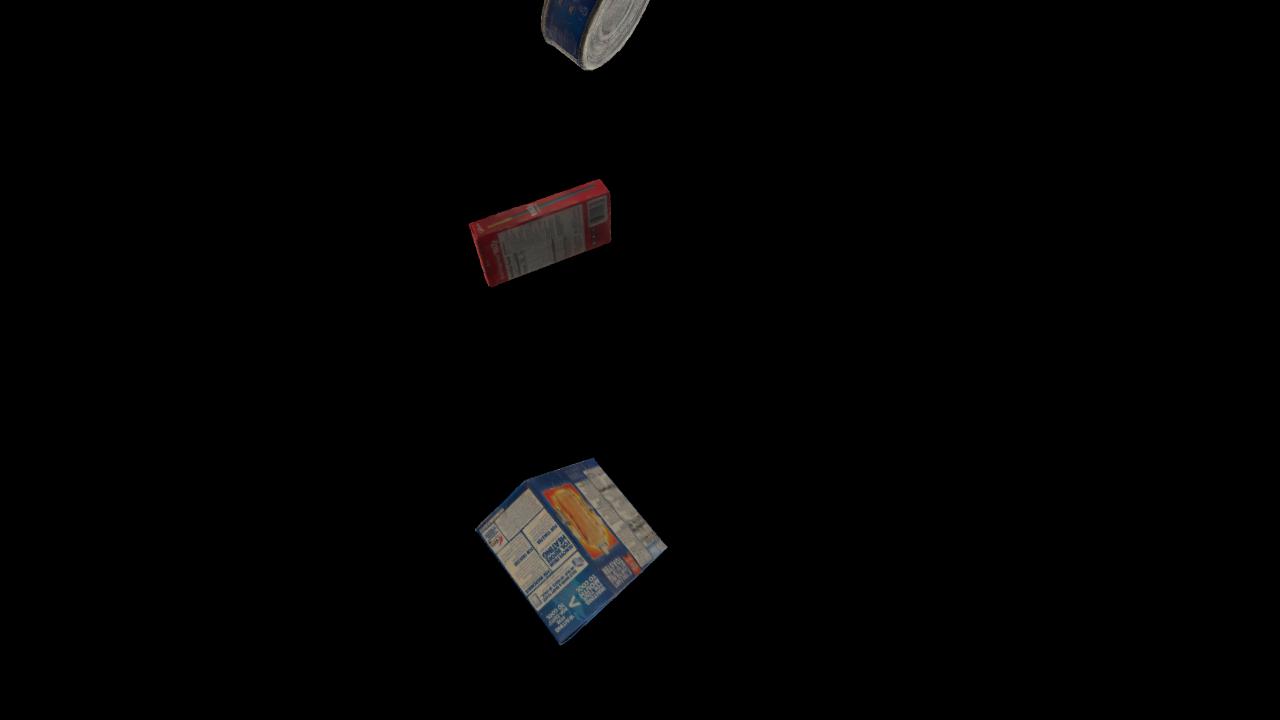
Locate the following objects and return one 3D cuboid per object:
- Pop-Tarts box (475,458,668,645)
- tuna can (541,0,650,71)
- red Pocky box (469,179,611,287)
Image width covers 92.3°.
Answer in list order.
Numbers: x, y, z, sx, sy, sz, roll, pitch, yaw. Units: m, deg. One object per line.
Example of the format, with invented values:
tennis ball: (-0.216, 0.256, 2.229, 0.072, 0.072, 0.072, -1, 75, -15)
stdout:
Pop-Tarts box: (-0.066, 0.193, 0.661, 0.083, 0.141, 0.167, -46, -14, 13)
tuna can: (-0.024, -0.232, 0.396, 0.034, 0.084, 0.084, 38, 0, 0)
red Pocky box: (-0.106, -0.141, 0.682, 0.155, 0.028, 0.083, -24, -27, -16)
